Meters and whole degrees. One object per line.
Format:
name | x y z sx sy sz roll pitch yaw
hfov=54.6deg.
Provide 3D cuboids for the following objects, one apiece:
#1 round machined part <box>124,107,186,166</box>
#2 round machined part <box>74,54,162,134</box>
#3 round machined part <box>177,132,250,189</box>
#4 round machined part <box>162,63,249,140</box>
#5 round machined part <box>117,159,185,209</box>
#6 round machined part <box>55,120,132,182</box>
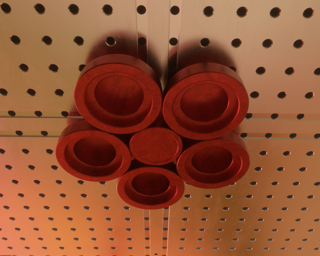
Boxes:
round machined part | -0.005 0.012 0.410 0.099 0.042 0.097 0 130 0
round machined part | -0.047 -0.043 0.363 0.099 0.042 0.097 0 130 0
round machined part | 0.072 0.038 0.433 0.099 0.042 0.097 0 130 0
round machined part | 0.052 -0.035 0.370 0.099 0.042 0.097 0 130 0
round machined part | -0.014 0.076 0.464 0.099 0.042 0.097 0 130 0
round machined part | -0.087 0.026 0.421 0.099 0.042 0.097 0 130 0
